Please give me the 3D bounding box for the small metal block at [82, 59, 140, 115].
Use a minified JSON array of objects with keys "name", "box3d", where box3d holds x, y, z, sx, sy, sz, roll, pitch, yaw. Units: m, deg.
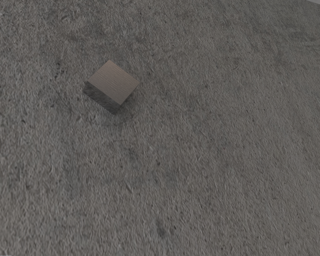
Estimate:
[{"name":"small metal block","box3d":[-0.063,-0.053,0.402,0.050,0.025,0.050,37,51,-4]}]
